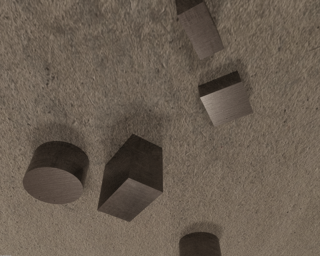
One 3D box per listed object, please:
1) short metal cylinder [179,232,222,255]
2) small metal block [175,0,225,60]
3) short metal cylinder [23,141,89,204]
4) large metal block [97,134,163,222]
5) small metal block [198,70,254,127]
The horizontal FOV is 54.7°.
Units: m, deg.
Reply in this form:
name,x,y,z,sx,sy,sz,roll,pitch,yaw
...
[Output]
name,x,y,z,sx,sy,sz,roll,pitch,yaw
short metal cylinder,0.078,0.246,0.602,0.081,0.050,0.079,0,130,0
small metal block,0.038,-0.104,0.303,0.025,0.050,0.050,-23,127,18
short metal cylinder,-0.147,0.065,0.444,0.081,0.050,0.079,0,130,0
large metal block,-0.040,0.069,0.429,0.050,0.080,0.080,28,125,-22
small metal block,0.080,-0.035,0.379,0.050,0.025,0.050,-21,128,16
